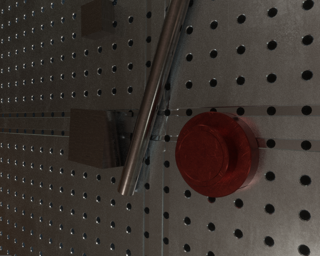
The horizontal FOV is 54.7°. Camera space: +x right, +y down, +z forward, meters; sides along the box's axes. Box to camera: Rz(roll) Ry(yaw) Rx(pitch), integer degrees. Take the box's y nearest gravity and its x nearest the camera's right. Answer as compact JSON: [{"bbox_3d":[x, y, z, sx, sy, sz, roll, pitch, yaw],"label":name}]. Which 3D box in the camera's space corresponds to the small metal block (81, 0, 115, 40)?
[{"bbox_3d":[-0.098,-0.171,0.488,0.050,0.025,0.050,-1,89,39],"label":"small metal block"}]

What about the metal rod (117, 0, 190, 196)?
[{"bbox_3d":[-0.008,-0.047,0.414,0.025,0.025,0.298,26,106,36],"label":"metal rod"}]

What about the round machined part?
[{"bbox_3d":[0.056,0.030,0.350,0.098,0.042,0.097,0,90,39],"label":"round machined part"}]

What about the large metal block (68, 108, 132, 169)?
[{"bbox_3d":[-0.091,0.013,0.466,0.080,0.050,0.079,6,94,39],"label":"large metal block"}]
